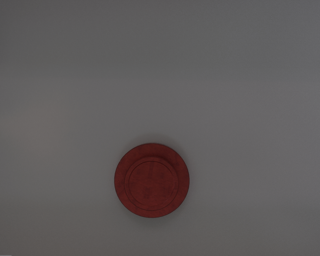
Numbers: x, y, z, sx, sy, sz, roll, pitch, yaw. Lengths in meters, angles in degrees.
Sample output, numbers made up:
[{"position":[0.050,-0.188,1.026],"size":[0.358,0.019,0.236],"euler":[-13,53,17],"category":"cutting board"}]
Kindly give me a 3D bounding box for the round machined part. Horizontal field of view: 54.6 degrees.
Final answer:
[{"position":[-0.011,0.069,0.403],"size":[0.099,0.042,0.097],"euler":[0,90,0],"category":"round machined part"}]
